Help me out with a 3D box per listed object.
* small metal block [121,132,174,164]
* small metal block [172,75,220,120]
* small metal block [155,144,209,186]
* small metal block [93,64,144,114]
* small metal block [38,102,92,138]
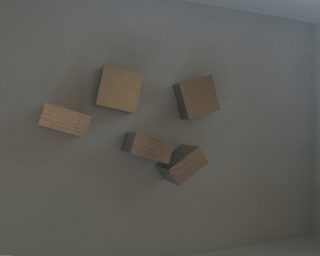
[{"bbox_3d":[-0.017,0.025,0.392,0.050,0.050,0.025,18,84,-20],"label":"small metal block"},{"bbox_3d":[0.050,-0.042,0.430,0.050,0.025,0.050,-17,96,-20],"label":"small metal block"},{"bbox_3d":[0.028,0.047,0.409,0.050,0.050,0.025,-35,102,-17],"label":"small metal block"},{"bbox_3d":[-0.053,-0.048,0.392,0.050,0.025,0.050,13,86,-20],"label":"small metal block"},{"bbox_3d":[-0.110,-0.008,0.357,0.050,0.050,0.025,18,84,-20],"label":"small metal block"}]
